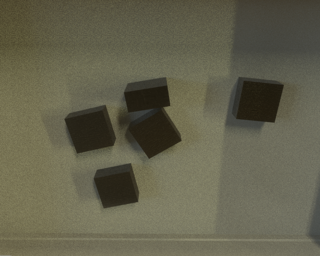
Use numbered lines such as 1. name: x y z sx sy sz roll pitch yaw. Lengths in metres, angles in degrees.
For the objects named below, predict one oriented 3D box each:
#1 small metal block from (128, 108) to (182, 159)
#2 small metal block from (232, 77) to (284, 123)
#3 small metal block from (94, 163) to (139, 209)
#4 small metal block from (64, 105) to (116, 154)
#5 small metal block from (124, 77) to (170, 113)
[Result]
1. small metal block: -0.006 0.005 0.413 0.050 0.025 0.050 -30 108 10
2. small metal block: 0.125 -0.037 0.400 0.050 0.025 0.050 5 110 -3
3. small metal block: -0.061 0.082 0.441 0.050 0.025 0.050 -12 110 4
4. small metal block: -0.091 0.001 0.411 0.050 0.025 0.050 -13 110 4
5. small metal block: -0.015 -0.042 0.382 0.050 0.050 0.025 -9 110 3
